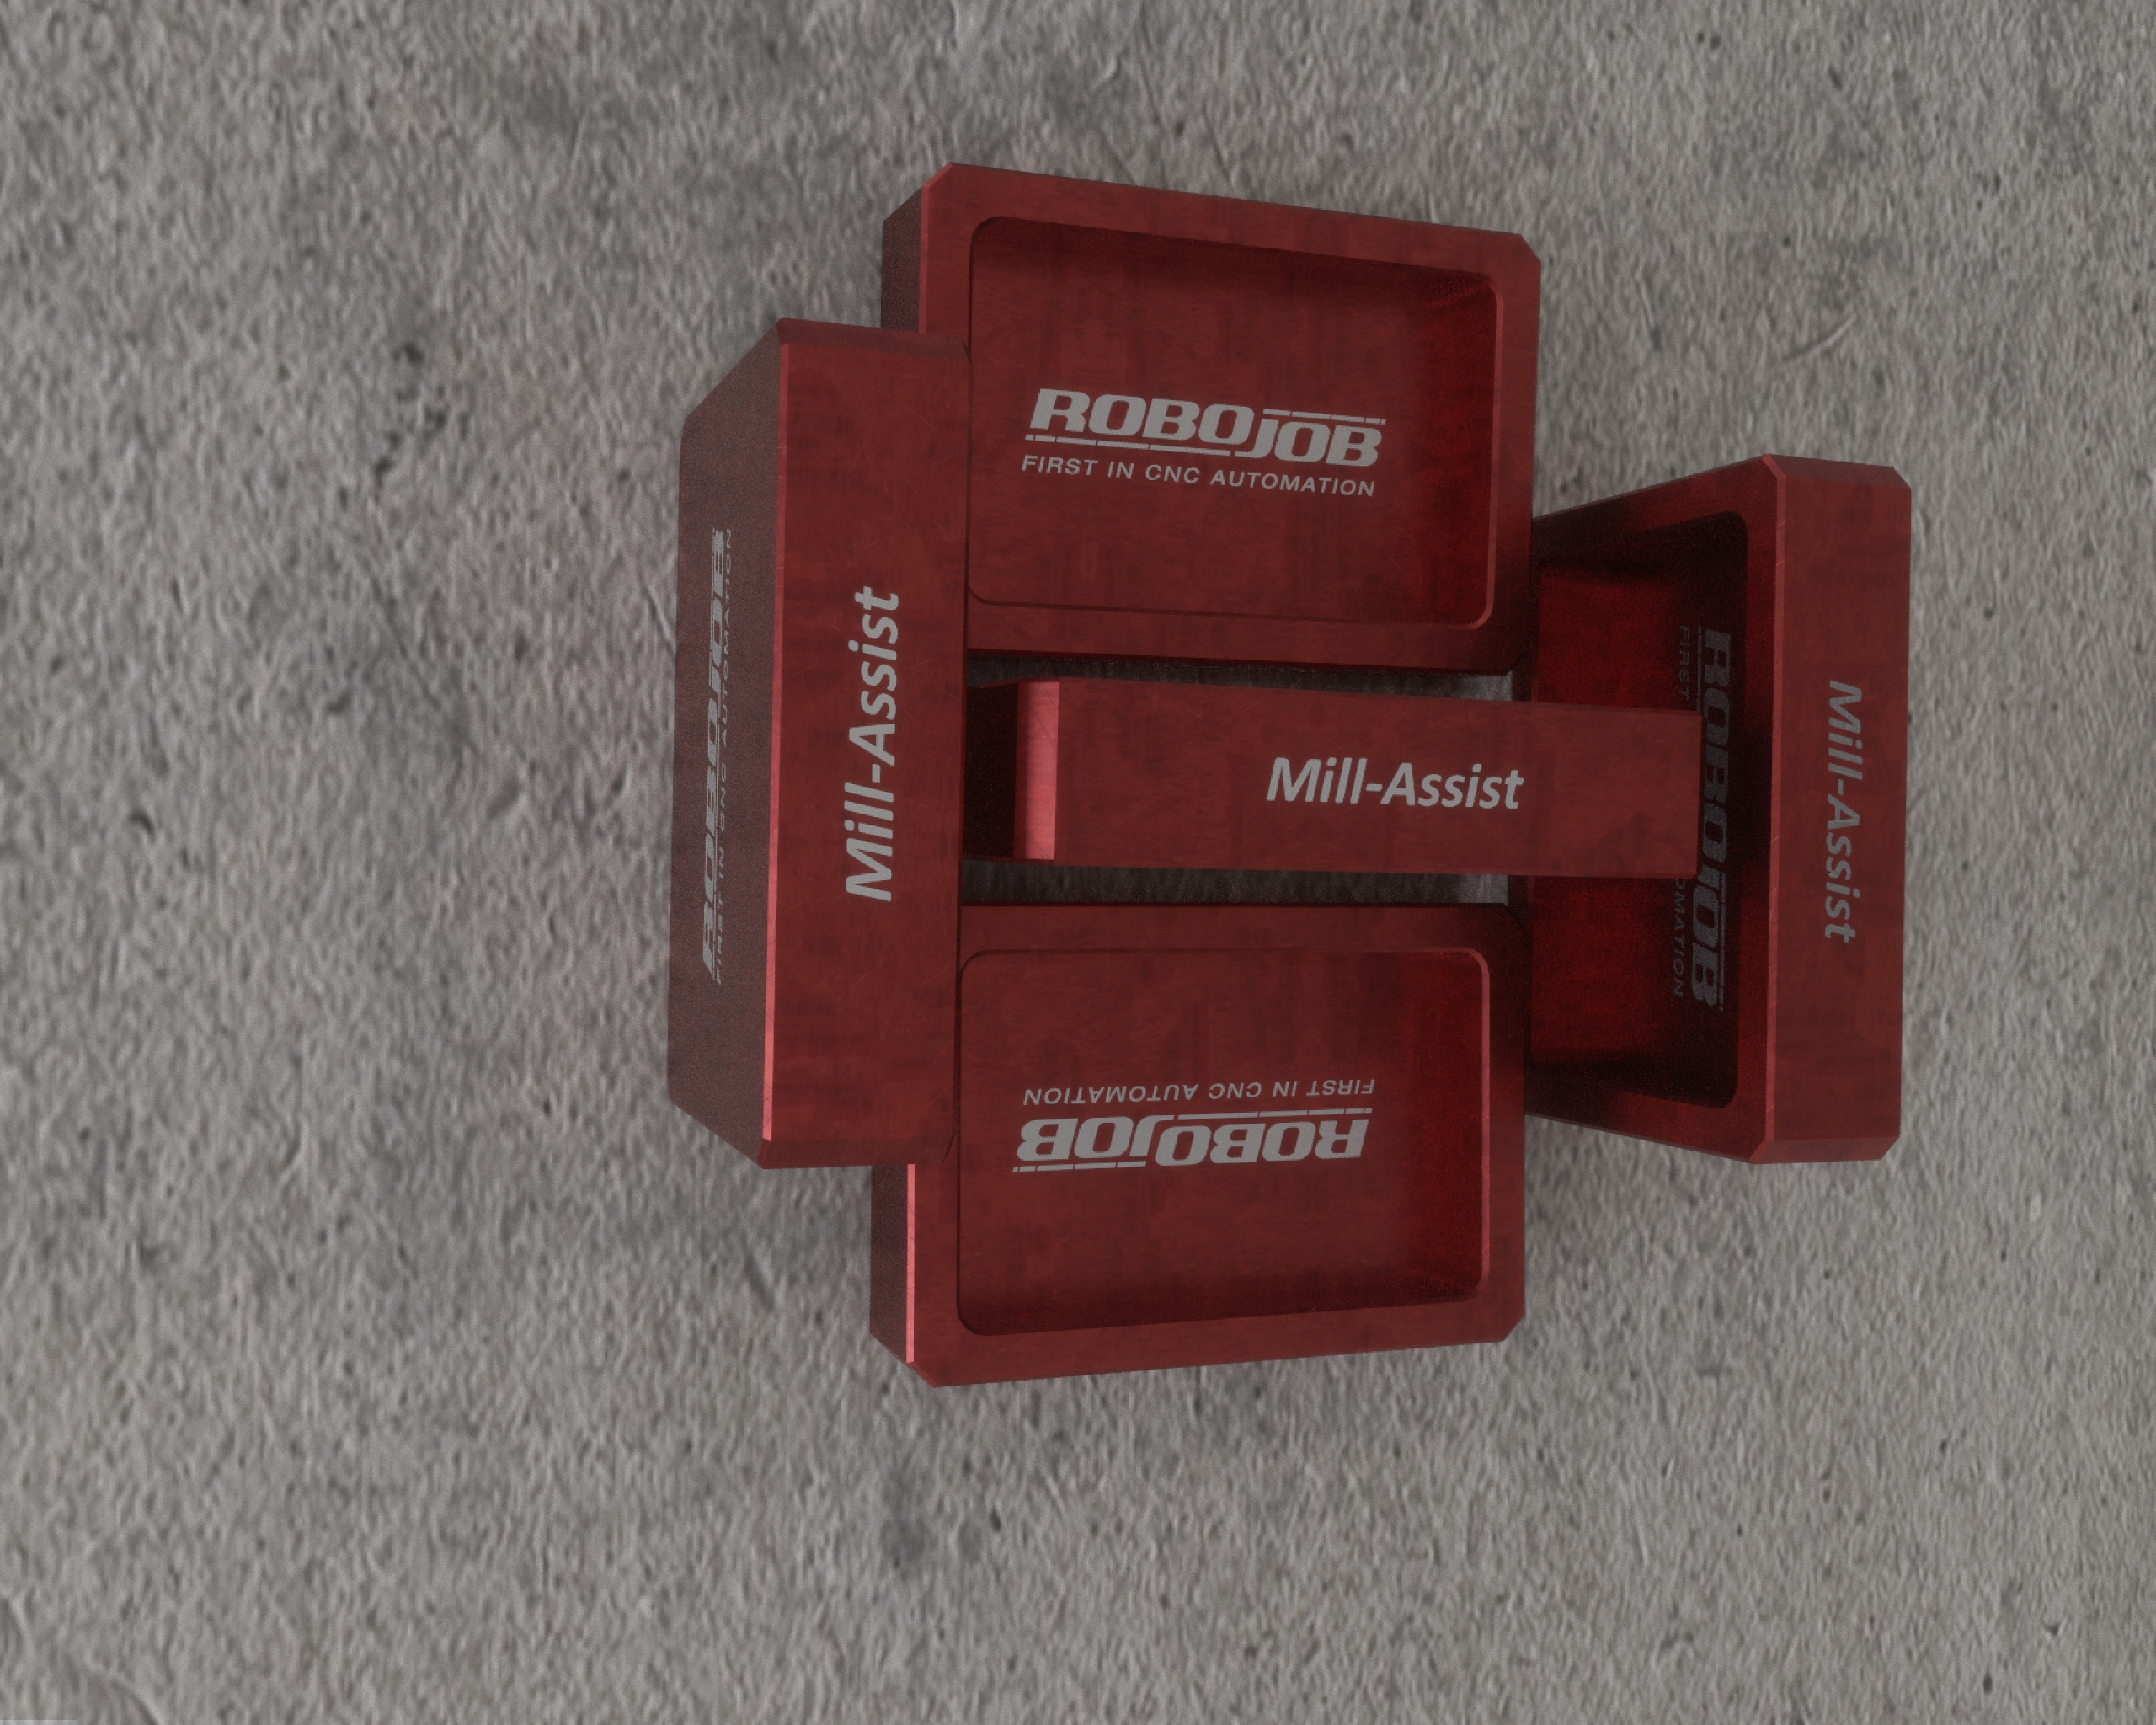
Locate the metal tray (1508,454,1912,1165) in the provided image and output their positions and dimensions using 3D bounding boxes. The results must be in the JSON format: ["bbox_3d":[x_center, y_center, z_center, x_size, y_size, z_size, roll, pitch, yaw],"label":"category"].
[{"bbox_3d":[0.124,-0.010,0.421,0.030,0.090,0.129,1,90,-20],"label":"metal tray"}]

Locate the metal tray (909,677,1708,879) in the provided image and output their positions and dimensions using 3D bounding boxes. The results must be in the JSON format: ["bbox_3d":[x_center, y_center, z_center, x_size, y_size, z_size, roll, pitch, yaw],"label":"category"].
[{"bbox_3d":[0.038,-0.014,0.391,0.131,0.090,0.030,1,91,-20],"label":"metal tray"}]

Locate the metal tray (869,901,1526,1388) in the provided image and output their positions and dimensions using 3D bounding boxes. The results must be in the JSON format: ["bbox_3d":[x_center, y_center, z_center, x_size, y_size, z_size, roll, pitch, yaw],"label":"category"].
[{"bbox_3d":[0.026,0.053,0.418,0.131,0.030,0.089,1,89,-20],"label":"metal tray"}]

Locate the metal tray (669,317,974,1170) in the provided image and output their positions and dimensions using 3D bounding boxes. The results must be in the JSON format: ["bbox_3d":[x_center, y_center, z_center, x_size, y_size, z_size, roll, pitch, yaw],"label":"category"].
[{"bbox_3d":[-0.047,-0.018,0.358,0.030,0.090,0.129,1,90,-21],"label":"metal tray"}]

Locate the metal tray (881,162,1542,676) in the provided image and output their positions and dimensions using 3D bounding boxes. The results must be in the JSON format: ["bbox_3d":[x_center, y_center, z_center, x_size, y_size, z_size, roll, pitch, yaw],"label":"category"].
[{"bbox_3d":[0.027,-0.084,0.417,0.131,0.030,0.089,0,93,-20],"label":"metal tray"}]
